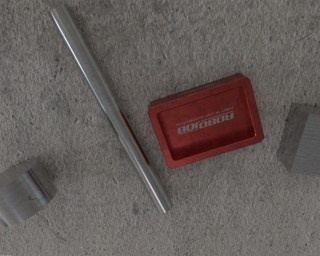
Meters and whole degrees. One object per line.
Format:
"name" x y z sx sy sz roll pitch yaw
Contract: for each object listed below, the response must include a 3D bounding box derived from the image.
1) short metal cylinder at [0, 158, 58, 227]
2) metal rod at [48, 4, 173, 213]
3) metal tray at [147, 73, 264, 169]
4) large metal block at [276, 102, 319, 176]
"short metal cylinder" -0.186 0.083 0.409 0.080 0.080 0.050 -24 109 8
"metal rod" -0.055 -0.011 0.405 0.025 0.025 0.299 -24 109 8
"metal tray" 0.059 -0.008 0.404 0.131 0.030 0.090 -18 109 6
"large metal block" 0.210 0.016 0.404 0.081 0.050 0.079 7 110 -3
